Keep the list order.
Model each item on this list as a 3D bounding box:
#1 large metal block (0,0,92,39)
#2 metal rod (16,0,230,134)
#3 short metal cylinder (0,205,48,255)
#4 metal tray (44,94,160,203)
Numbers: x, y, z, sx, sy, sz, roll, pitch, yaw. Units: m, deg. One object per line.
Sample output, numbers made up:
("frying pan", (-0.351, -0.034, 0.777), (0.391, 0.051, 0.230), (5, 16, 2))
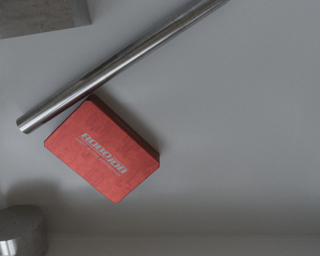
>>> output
("large metal block", (-0.127, -0.129, 0.333), (0.080, 0.080, 0.050), (-8, 110, 2))
("metal rod", (-0.053, -0.079, 0.381), (0.300, 0.025, 0.025), (-31, 108, 10))
("short metal cylinder", (-0.203, 0.152, 0.435), (0.081, 0.080, 0.050), (-1, 110, 0))
("metal tray", (-0.075, 0.030, 0.419), (0.090, 0.030, 0.130), (-43, 105, 13))
